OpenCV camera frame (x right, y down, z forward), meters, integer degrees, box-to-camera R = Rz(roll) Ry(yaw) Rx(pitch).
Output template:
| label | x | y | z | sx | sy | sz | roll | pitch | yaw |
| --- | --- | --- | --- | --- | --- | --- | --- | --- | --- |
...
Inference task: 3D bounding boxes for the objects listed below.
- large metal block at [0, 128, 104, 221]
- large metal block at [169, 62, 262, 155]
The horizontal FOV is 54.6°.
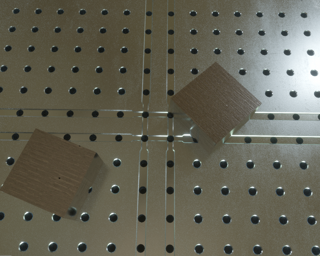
| label | x | y | z | sx | sy | sz | roll | pitch | yaw |
| --- | --- | --- | --- | --- | --- | --- | --- | --- | --- |
| large metal block | -0.127 | 0.057 | 0.377 | 0.080 | 0.050 | 0.080 | 21 | 71 | 7 |
| large metal block | 0.070 | -0.025 | 0.408 | 0.080 | 0.050 | 0.080 | -40 | 75 | -13 |
